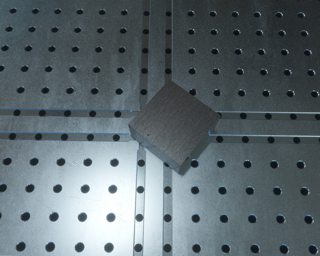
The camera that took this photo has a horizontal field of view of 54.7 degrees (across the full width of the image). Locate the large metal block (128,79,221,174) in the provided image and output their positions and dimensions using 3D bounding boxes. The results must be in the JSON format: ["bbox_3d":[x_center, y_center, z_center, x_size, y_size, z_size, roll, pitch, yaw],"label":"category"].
[{"bbox_3d":[0.018,-0.001,0.399,0.080,0.050,0.080,38,74,12],"label":"large metal block"}]
